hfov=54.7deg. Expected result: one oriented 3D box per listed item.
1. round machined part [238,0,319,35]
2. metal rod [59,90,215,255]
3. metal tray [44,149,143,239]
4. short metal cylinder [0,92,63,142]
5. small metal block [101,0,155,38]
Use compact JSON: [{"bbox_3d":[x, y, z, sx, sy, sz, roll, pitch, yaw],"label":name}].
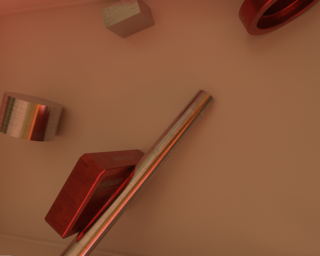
[{"bbox_3d":[0.127,-0.146,0.327,0.098,0.098,0.042,-29,79,17],"label":"round machined part"},{"bbox_3d":[-0.036,0.072,0.358,0.025,0.025,0.300,37,77,16],"label":"metal rod"},{"bbox_3d":[-0.066,0.073,0.376,0.030,0.130,0.090,36,101,20],"label":"metal tray"},{"bbox_3d":[-0.186,-0.017,0.445,0.080,0.080,0.050,18,96,18],"label":"short metal cylinder"},{"bbox_3d":[-0.041,-0.146,0.411,0.050,0.050,0.025,-18,84,19],"label":"small metal block"}]
